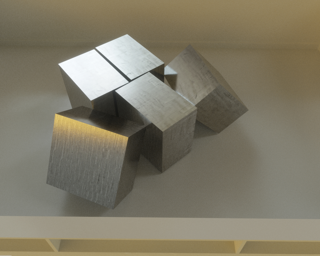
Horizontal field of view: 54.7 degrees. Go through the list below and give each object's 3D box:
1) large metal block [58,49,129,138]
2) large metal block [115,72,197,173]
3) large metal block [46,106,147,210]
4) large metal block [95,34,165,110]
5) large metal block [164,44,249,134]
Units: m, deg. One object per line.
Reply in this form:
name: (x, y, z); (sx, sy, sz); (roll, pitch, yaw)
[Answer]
large metal block: (-0.081, -0.041, 0.401); (0.050, 0.080, 0.080); (-31, 57, -23)
large metal block: (-0.005, -0.006, 0.372); (0.050, 0.080, 0.080); (-34, 58, -25)
large metal block: (-0.068, 0.029, 0.334); (0.080, 0.079, 0.050); (17, 17, 13)
large metal block: (-0.039, -0.067, 0.423); (0.050, 0.080, 0.080); (-32, 57, -24)
large metal block: (0.058, -0.049, 0.401); (0.050, 0.080, 0.080); (-41, 51, 18)
